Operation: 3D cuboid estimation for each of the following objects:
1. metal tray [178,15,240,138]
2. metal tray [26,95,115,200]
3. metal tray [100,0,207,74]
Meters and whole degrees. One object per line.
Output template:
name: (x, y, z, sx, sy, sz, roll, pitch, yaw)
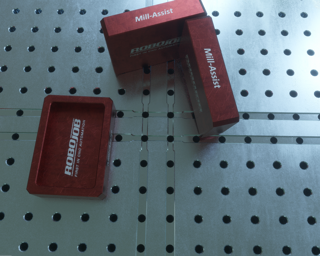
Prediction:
metal tray: (0.056, -0.059, 0.387, 0.030, 0.090, 0.129, -13, 81, -4)
metal tray: (-0.110, 0.023, 0.400, 0.090, 0.030, 0.130, 3, 70, 1)
metal tray: (-0.007, -0.123, 0.422, 0.131, 0.090, 0.030, -16, 71, -6)
